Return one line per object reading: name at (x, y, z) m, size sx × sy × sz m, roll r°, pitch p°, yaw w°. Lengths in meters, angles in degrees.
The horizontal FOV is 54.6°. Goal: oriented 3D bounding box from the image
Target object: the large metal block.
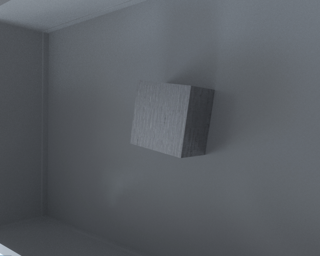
large metal block at (0.014, -0.013, 0.380) m, size 0.080 × 0.050 × 0.080 m, roll 13°, pitch 98°, yaw 39°
